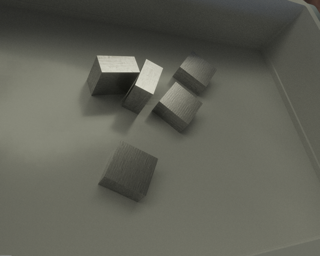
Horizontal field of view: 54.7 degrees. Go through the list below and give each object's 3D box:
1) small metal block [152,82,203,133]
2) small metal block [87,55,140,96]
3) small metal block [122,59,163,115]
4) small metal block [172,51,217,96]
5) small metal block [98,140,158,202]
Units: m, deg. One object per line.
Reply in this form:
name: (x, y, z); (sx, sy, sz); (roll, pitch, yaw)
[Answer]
small metal block: (0.025, -0.030, 0.439); (0.050, 0.025, 0.050); (39, 51, -2)
small metal block: (-0.061, -0.067, 0.399); (0.050, 0.050, 0.025); (-6, 65, -31)
small metal block: (-0.024, -0.054, 0.411); (0.025, 0.050, 0.050); (27, 52, -12)
small metal block: (0.056, -0.087, 0.491); (0.050, 0.025, 0.050); (37, 51, -4)
small metal block: (-0.036, 0.050, 0.357); (0.050, 0.025, 0.050); (28, 52, -11)
